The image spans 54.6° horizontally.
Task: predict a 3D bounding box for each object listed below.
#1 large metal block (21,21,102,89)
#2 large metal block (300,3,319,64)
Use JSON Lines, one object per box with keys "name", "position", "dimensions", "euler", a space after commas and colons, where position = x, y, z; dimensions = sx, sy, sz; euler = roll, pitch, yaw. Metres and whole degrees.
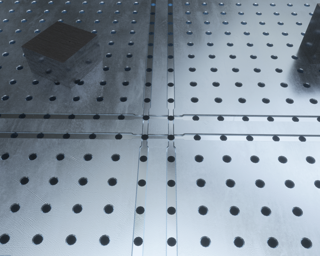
{"name": "large metal block", "position": [-0.151, -0.117, 0.489], "dimensions": [0.080, 0.050, 0.080], "euler": [23, 54, 18]}
{"name": "large metal block", "position": [0.288, -0.153, 0.502], "dimensions": [0.080, 0.080, 0.050], "euler": [-3, 50, -2]}
